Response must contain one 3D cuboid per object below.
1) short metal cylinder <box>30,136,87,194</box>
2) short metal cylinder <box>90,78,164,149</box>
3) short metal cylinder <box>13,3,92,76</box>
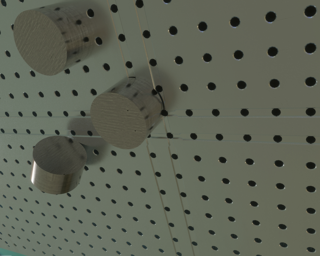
[{"bbox_3d":[-0.162,0.058,0.495,0.080,0.080,0.050,31,128,7],"label":"short metal cylinder"},{"bbox_3d":[-0.042,-0.019,0.404,0.080,0.050,0.079,13,124,20],"label":"short metal cylinder"},{"bbox_3d":[-0.136,-0.113,0.394,0.080,0.050,0.079,13,124,20],"label":"short metal cylinder"}]
